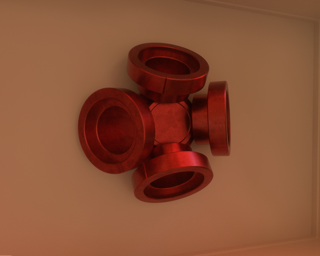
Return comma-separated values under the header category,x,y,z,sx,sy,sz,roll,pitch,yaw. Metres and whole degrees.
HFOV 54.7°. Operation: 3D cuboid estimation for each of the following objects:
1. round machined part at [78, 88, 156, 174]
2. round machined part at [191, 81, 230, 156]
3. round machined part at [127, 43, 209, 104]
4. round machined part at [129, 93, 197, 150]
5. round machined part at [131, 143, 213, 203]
category,x,y,z,sx,sy,sz,roll,pitch,yaw
round machined part,-0.046,0.002,0.364,0.042,0.098,0.097,-10,95,-58
round machined part,0.068,-0.012,0.407,0.042,0.098,0.097,-2,91,16
round machined part,0.008,-0.066,0.384,0.099,0.098,0.042,-4,129,-20
round machined part,0.005,-0.006,0.402,0.099,0.042,0.097,0,90,-21
round machined part,0.013,0.054,0.385,0.099,0.097,0.042,-1,55,-20
